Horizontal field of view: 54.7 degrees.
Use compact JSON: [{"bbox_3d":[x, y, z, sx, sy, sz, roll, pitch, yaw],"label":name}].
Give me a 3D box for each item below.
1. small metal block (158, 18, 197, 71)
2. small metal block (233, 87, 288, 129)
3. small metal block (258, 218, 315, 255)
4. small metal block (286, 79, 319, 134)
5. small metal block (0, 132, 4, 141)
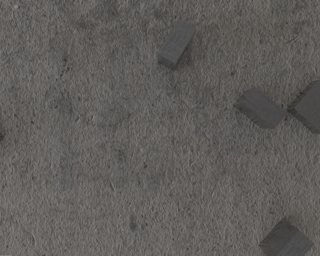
[{"bbox_3d":[0.021,-0.105,0.397,0.025,0.050,0.050,31,90,0],"label":"small metal block"},{"bbox_3d":[0.127,-0.024,0.398,0.050,0.050,0.025,39,90,0],"label":"small metal block"},{"bbox_3d":[0.161,0.150,0.399,0.025,0.050,0.050,42,90,0],"label":"small metal block"},{"bbox_3d":[0.208,-0.028,0.411,0.050,0.025,0.050,42,90,0],"label":"small metal block"},{"bbox_3d":[-0.246,0.007,0.408,0.050,0.025,0.050,-35,90,0],"label":"small metal block"}]
